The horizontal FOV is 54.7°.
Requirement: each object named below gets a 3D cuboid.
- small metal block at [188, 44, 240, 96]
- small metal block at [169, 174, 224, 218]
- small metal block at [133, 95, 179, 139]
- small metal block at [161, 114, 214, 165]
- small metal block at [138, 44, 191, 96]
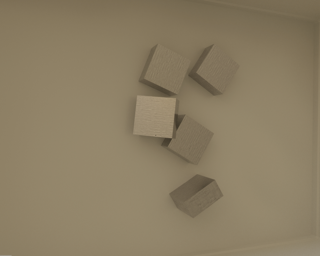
[{"bbox_3d":[0.077,-0.082,0.440,0.050,0.025,0.050,35,78,-17],"label":"small metal block"},{"bbox_3d":[0.048,0.090,0.416,0.050,0.050,0.025,-32,101,-18],"label":"small metal block"},{"bbox_3d":[-0.004,-0.014,0.398,0.050,0.025,0.050,5,88,13],"label":"small metal block"},{"bbox_3d":[0.038,0.016,0.426,0.050,0.025,0.050,33,79,-18],"label":"small metal block"},{"bbox_3d":[0.006,-0.076,0.414,0.050,0.025,0.050,23,82,-19],"label":"small metal block"}]
